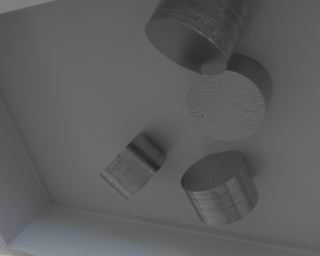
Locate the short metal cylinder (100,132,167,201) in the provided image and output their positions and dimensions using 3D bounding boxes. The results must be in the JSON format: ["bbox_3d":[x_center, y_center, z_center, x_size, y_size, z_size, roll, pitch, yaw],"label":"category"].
[{"bbox_3d":[-0.036,0.052,0.424,0.050,0.080,0.080,43,129,-2],"label":"short metal cylinder"}]

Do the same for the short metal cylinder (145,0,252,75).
[{"bbox_3d":[0.034,-0.091,0.278,0.080,0.050,0.080,28,171,5],"label":"short metal cylinder"}]

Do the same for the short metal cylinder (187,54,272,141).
[{"bbox_3d":[0.075,-0.033,0.333,0.080,0.050,0.079,13,124,21],"label":"short metal cylinder"}]

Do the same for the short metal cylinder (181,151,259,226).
[{"bbox_3d":[0.073,0.072,0.379,0.080,0.080,0.050,-16,110,34],"label":"short metal cylinder"}]

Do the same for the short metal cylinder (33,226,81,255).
[{"bbox_3d":[-0.213,0.252,0.644,0.080,0.080,0.050,-3,117,30],"label":"short metal cylinder"}]
